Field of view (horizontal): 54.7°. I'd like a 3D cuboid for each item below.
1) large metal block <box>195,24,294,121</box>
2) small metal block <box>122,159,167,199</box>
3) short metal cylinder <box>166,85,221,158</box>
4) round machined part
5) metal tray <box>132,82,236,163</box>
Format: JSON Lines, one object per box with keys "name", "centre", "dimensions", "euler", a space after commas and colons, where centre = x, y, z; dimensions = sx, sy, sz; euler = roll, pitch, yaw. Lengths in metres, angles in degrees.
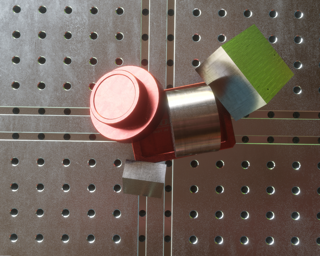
{"name": "large metal block", "centre": [0.104, -0.068, 0.378], "dimensions": [0.080, 0.050, 0.080], "euler": [-39, 91, -37]}
{"name": "small metal block", "centre": [-0.020, 0.066, 0.395], "dimensions": [0.050, 0.050, 0.025], "euler": [8, 56, 0]}
{"name": "short metal cylinder", "centre": [0.038, -0.008, 0.370], "dimensions": [0.050, 0.080, 0.080], "euler": [-9, 90, -1]}
{"name": "round machined part", "centre": [-0.046, -0.033, 0.382], "dimensions": [0.098, 0.042, 0.098], "euler": [-6, 74, 22]}
{"name": "metal tray", "centre": [0.025, -0.007, 0.409], "dimensions": [0.131, 0.030, 0.089], "euler": [-11, 90, 0]}
